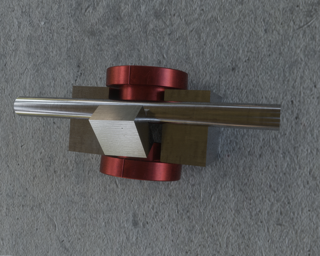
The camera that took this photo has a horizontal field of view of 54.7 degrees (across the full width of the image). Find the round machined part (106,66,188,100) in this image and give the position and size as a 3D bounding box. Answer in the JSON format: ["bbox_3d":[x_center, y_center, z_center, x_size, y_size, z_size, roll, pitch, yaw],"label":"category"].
[{"bbox_3d":[-0.016,-0.047,0.377,0.098,0.098,0.042,4,92,20],"label":"round machined part"}]

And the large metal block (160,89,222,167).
[{"bbox_3d":[0.040,-0.001,0.367,0.050,0.080,0.079,4,92,20],"label":"large metal block"}]

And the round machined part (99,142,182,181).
[{"bbox_3d":[-0.022,0.036,0.379,0.098,0.098,0.042,5,87,20],"label":"round machined part"}]

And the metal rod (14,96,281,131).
[{"bbox_3d":[-0.031,-0.018,0.336,0.301,0.025,0.025,4,91,20],"label":"metal rod"}]

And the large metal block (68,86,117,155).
[{"bbox_3d":[-0.072,-0.010,0.406,0.050,0.080,0.079,5,92,20],"label":"large metal block"}]

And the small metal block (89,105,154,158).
[{"bbox_3d":[-0.039,0.003,0.324,0.050,0.025,0.050,2,131,21],"label":"small metal block"}]
